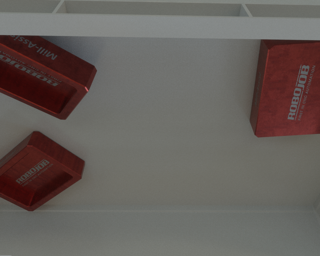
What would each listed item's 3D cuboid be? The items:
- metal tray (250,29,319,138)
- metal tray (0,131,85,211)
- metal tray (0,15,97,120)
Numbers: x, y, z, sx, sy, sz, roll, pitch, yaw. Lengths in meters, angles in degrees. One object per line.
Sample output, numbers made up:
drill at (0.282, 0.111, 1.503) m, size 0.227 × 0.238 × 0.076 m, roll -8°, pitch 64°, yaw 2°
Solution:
metal tray at (0.162, -0.048, 0.367) m, size 0.091 × 0.030 × 0.129 m, roll -4°, pitch 130°, yaw 2°
metal tray at (-0.189, 0.069, 0.461) m, size 0.130 × 0.030 × 0.090 m, roll -34°, pitch 123°, yaw 25°
metal tray at (-0.145, -0.063, 0.329) m, size 0.131 × 0.030 × 0.090 m, roll 27°, pitch 147°, yaw -22°
